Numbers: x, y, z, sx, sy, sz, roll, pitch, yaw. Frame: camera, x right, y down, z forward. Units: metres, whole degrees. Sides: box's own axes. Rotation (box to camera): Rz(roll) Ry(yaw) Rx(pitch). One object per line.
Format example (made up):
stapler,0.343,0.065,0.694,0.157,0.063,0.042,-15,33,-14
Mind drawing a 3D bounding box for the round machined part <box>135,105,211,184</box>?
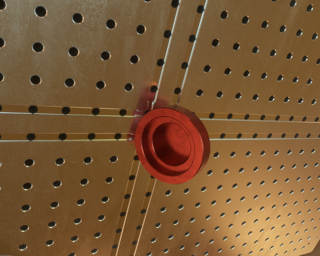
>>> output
round machined part,0.020,0.019,0.398,0.042,0.098,0.097,-21,134,-56
